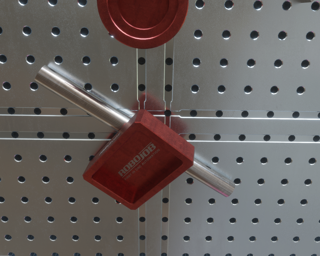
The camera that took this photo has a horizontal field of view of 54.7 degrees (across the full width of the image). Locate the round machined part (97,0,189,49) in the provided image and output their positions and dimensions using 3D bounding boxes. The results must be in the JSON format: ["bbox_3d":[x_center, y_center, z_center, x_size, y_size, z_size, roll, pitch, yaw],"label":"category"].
[{"bbox_3d":[-0.018,-0.142,0.352,0.099,0.042,0.097,0,110,-1],"label":"round machined part"}]

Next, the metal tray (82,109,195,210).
[{"bbox_3d":[-0.029,0.047,0.407,0.090,0.030,0.129,37,122,-15],"label":"metal tray"}]

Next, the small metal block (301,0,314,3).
[{"bbox_3d":[0.177,-0.179,0.350,0.050,0.025,0.050,-35,107,11],"label":"small metal block"}]

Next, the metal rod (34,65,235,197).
[{"bbox_3d":[-0.024,0.010,0.416,0.301,0.025,0.025,32,107,-12],"label":"metal rod"}]
